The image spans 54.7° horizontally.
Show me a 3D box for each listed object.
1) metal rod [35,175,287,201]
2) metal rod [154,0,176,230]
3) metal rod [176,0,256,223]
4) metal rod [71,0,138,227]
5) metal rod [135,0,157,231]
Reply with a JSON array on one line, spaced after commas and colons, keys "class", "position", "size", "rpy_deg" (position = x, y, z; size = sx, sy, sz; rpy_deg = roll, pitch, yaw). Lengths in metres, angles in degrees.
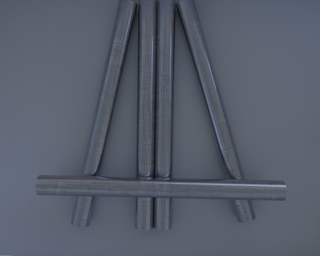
[{"class": "metal rod", "position": [0.002, 0.074, 0.384], "size": [0.302, 0.025, 0.025], "rpy_deg": [1, 90, 0]}, {"class": "metal rod", "position": [0.006, -0.018, 0.410], "size": [0.025, 0.025, 0.298], "rpy_deg": [1, 90, 0]}, {"class": "metal rod", "position": [0.074, -0.023, 0.411], "size": [0.025, 0.025, 0.298], "rpy_deg": [-16, 90, 0]}, {"class": "metal rod", "position": [-0.073, -0.020, 0.410], "size": [0.025, 0.025, 0.298], "rpy_deg": [12, 90, 0]}, {"class": "metal rod", "position": [-0.018, -0.017, 0.410], "size": [0.025, 0.025, 0.298], "rpy_deg": [1, 90, 0]}]
